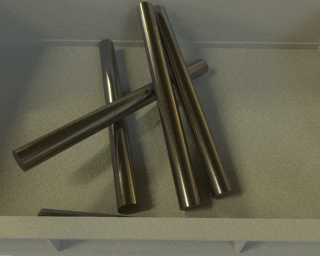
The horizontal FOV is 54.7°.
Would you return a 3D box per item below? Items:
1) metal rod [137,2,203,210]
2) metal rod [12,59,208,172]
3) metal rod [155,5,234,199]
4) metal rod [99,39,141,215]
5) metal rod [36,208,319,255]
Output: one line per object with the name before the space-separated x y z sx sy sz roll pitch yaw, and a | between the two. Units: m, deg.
metal rod | 0.006 -0.046 0.398 0.025 0.025 0.299 -8 65 -7
metal rod | -0.039 -0.032 0.401 0.025 0.025 0.302 37 50 27
metal rod | 0.033 -0.053 0.413 0.025 0.025 0.299 -11 62 -10
metal rod | -0.061 -0.026 0.425 0.025 0.025 0.300 -8 51 -7
metal rod | 0.027 0.108 0.314 0.302 0.025 0.025 4 50 3
